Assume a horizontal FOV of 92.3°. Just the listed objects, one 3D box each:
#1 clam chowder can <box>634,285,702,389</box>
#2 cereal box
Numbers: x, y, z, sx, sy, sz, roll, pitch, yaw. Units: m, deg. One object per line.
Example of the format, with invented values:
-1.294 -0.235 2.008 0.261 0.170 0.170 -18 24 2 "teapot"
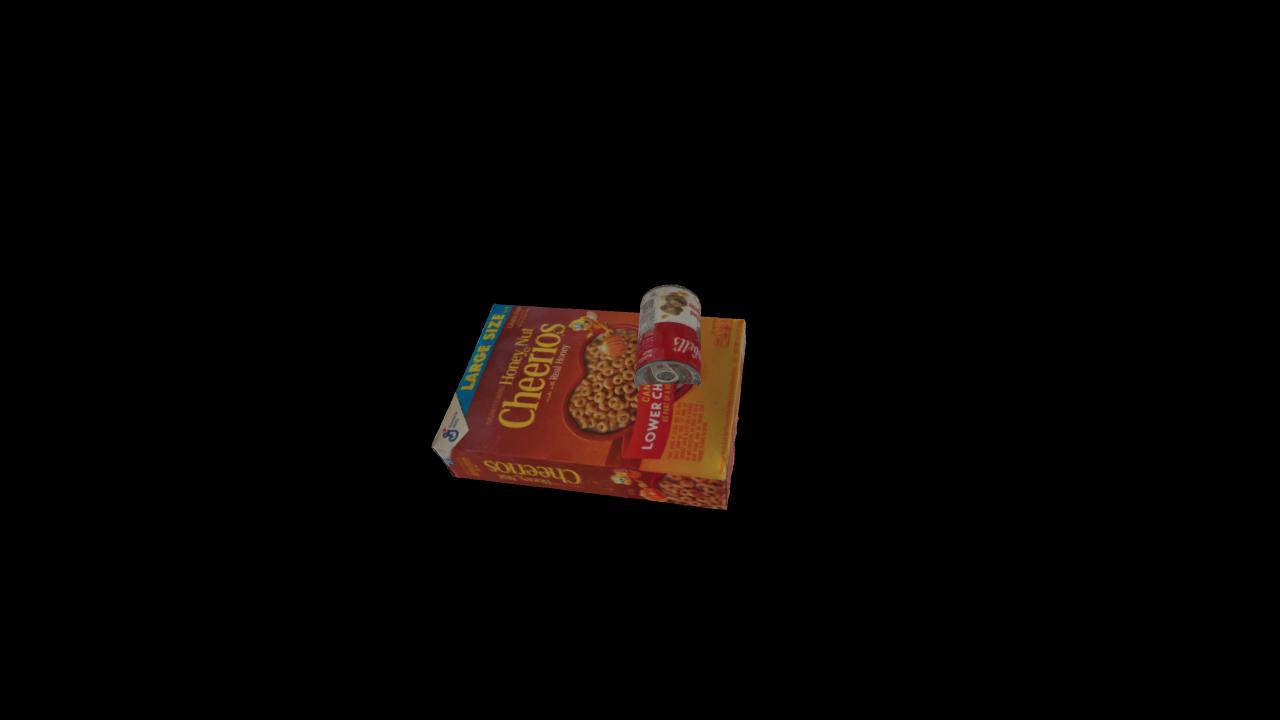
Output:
0.030 -0.020 0.640 0.068 0.102 0.068 2 -35 2 "clam chowder can"
-0.046 0.041 0.673 0.306 0.203 0.081 5 -37 12 "cereal box"
